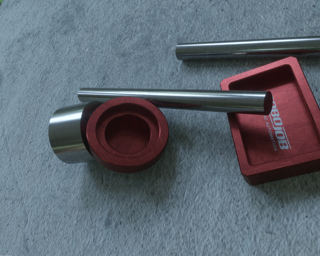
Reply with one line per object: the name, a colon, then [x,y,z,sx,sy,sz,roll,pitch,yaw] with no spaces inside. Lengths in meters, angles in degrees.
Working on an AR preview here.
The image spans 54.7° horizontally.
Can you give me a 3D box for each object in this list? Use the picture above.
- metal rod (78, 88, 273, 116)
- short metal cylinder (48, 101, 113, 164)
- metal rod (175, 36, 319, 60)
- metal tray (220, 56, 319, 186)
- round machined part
metal rod: [-0.006,-0.039,0.407,0.300,0.025,0.025,7,65,39]
short metal cylinder: [-0.102,0.007,0.418,0.050,0.080,0.080,-9,58,24]
metal rod: [0.158,-0.099,0.381,0.300,0.025,0.025,6,65,30]
metal tray: [0.124,-0.010,0.341,0.090,0.030,0.130,-17,55,18]
round machined part: [-0.040,0.012,0.389,0.099,0.042,0.098,3,59,-5]
